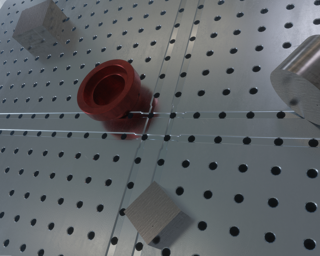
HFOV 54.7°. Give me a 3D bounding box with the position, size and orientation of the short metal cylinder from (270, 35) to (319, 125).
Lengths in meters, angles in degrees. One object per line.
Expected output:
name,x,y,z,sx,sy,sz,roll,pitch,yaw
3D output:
short metal cylinder,0.162,-0.047,0.317,0.050,0.080,0.080,-44,51,-2

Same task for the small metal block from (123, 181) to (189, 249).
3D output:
small metal block,-0.005,0.097,0.351,0.050,0.025,0.050,-45,51,-3

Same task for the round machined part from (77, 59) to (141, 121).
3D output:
round machined part,-0.072,-0.052,0.467,0.098,0.042,0.098,-13,56,21

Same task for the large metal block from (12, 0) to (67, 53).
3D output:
large metal block,-0.255,-0.216,0.659,0.080,0.050,0.080,-11,57,22
